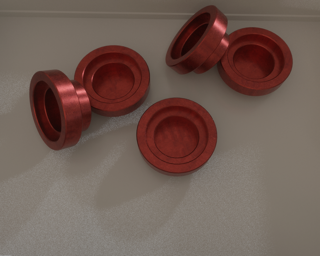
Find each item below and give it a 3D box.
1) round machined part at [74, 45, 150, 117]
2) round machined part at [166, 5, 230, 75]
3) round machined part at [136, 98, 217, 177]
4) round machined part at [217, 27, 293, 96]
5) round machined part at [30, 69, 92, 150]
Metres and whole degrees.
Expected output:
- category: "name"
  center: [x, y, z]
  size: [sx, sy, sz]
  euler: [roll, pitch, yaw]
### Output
- category: "round machined part"
  center: [-0.062, -0.060, 0.422]
  size: [0.099, 0.042, 0.098]
  euler: [0, 70, -1]
- category: "round machined part"
  center: [0.055, -0.113, 0.423]
  size: [0.042, 0.098, 0.098]
  euler: [33, 69, -25]
- category: "round machined part"
  center: [0.021, 0.014, 0.396]
  size: [0.099, 0.042, 0.098]
  euler: [0, 70, -1]
- category: "round machined part"
  center: [0.129, -0.088, 0.435]
  size: [0.099, 0.042, 0.098]
  euler: [0, 70, -1]
- category: "round machined part"
  center: [-0.122, -0.024, 0.387]
  size: [0.042, 0.097, 0.098]
  euler: [-17, 68, -41]
